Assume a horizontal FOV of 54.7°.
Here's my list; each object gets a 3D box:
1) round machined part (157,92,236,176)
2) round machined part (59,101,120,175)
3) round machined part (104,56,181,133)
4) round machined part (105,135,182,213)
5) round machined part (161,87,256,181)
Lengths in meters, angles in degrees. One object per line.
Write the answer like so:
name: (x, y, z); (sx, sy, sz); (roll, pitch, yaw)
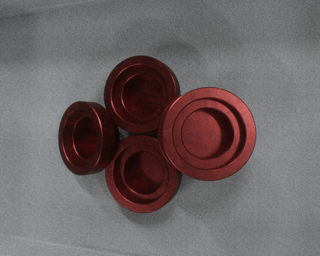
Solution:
round machined part: (0.046, 0.006, 0.372); (0.099, 0.042, 0.097); (0, 89, -3)
round machined part: (-0.093, 0.013, 0.422); (0.098, 0.042, 0.097); (0, 89, 40)
round machined part: (-0.020, -0.042, 0.406); (0.098, 0.042, 0.097); (0, 90, 20)
round machined part: (-0.018, 0.057, 0.405); (0.098, 0.042, 0.097); (0, 90, 20)
round machined part: (0.050, 0.006, 0.341); (0.099, 0.042, 0.097); (0, 90, -2)
